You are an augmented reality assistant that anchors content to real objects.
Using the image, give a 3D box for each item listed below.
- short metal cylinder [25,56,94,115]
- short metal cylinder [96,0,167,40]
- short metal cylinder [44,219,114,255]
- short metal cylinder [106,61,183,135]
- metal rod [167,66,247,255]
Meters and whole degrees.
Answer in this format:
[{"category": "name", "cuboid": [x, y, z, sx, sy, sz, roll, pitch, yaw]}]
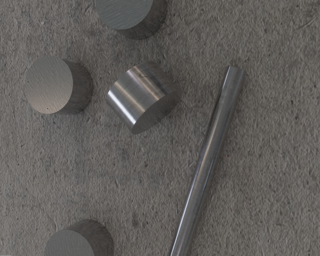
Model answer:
[{"category": "short metal cylinder", "cuboid": [-0.144, -0.059, 0.447, 0.080, 0.050, 0.079, 0, 90, 20]}, {"category": "short metal cylinder", "cuboid": [-0.036, -0.162, 0.408, 0.080, 0.050, 0.079, 0, 90, 20]}, {"category": "short metal cylinder", "cuboid": [-0.112, 0.175, 0.435, 0.080, 0.050, 0.079, 0, 90, 20]}, {"category": "short metal cylinder", "cuboid": [-0.019, -0.037, 0.386, 0.080, 0.080, 0.050, -44, 77, 15]}, {"category": "metal rod", "cuboid": [0.051, 0.071, 0.390, 0.025, 0.025, 0.298, 18, 96, 19]}]
